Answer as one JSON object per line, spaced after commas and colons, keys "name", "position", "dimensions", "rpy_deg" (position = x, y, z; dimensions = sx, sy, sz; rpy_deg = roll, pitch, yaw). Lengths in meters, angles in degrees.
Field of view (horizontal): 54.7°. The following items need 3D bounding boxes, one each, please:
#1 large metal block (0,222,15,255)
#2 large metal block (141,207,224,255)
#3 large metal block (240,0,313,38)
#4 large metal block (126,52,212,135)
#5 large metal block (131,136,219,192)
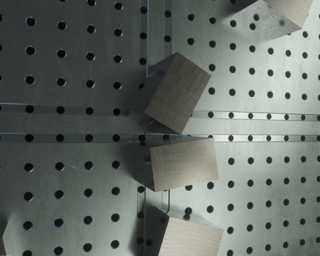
{"name": "large metal block", "position": [-0.199, 0.157, 0.326], "dimensions": [0.081, 0.050, 0.079], "rpy_deg": [-12, 94, -20]}
{"name": "large metal block", "position": [0.027, 0.159, 0.411], "dimensions": [0.081, 0.050, 0.080], "rpy_deg": [19, 84, -20]}
{"name": "large metal block", "position": [0.180, -0.197, 0.467], "dimensions": [0.080, 0.050, 0.080], "rpy_deg": [26, 81, -19]}
{"name": "large metal block", "position": [0.008, -0.039, 0.387], "dimensions": [0.050, 0.080, 0.080], "rpy_deg": [31, 80, -18]}
{"name": "large metal block", "position": [0.015, 0.041, 0.390], "dimensions": [0.081, 0.080, 0.050], "rpy_deg": [-7, 93, -20]}
